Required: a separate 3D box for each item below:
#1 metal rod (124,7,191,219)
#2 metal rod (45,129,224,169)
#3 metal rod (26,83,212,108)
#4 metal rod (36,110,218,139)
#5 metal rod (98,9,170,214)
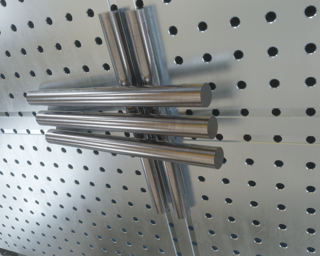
[{"bbox_3d":[0.003,-0.001,0.408,0.025,0.025,0.298,1,119,27],"label":"metal rod"},{"bbox_3d":[-0.057,0.023,0.427,0.300,0.025,0.025,5,121,35],"label":"metal rod"},{"bbox_3d":[-0.076,-0.040,0.398,0.300,0.025,0.025,3,120,35],"label":"metal rod"},{"bbox_3d":[-0.067,-0.008,0.413,0.300,0.025,0.025,4,121,35],"label":"metal rod"},{"bbox_3d":[-0.028,-0.004,0.422,0.025,0.025,0.298,1,119,27],"label":"metal rod"}]
